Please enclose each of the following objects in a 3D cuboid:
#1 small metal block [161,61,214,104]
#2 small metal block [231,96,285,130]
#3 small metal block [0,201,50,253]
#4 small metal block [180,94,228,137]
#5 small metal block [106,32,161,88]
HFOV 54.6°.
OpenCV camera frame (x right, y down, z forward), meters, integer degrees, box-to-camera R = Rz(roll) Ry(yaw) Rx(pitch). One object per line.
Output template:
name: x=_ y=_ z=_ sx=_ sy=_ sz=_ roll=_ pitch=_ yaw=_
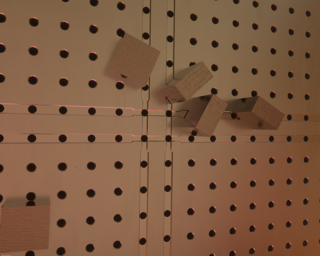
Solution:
small metal block: x=0.035 y=-0.059 z=0.412 sx=0.050 sy=0.050 sz=0.025 roll=-42 pitch=103 yaw=-15
small metal block: x=0.141 y=-0.021 z=0.451 sx=0.050 sy=0.050 sz=0.025 roll=32 pitch=80 yaw=-17
small metal block: x=-0.154 y=0.112 z=0.356 sx=0.050 sy=0.025 sz=0.050 roll=2 pitch=89 yaw=-20
small metal block: x=0.058 y=-0.016 z=0.420 sx=0.025 sy=0.050 sz=0.050 roll=32 pitch=80 yaw=-17
small metal block: x=-0.034 y=-0.086 z=0.400 sx=0.050 sy=0.025 sz=0.050 roll=25 pitch=82 yaw=-18
